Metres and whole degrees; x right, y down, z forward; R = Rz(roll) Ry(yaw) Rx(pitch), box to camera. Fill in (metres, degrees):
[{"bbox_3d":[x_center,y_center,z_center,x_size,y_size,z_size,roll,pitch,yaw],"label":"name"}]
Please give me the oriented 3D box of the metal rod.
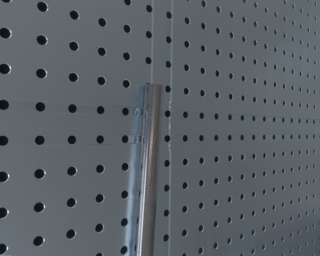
[{"bbox_3d":[-0.017,0.094,0.394,0.025,0.025,0.299,6,86,-40],"label":"metal rod"}]
